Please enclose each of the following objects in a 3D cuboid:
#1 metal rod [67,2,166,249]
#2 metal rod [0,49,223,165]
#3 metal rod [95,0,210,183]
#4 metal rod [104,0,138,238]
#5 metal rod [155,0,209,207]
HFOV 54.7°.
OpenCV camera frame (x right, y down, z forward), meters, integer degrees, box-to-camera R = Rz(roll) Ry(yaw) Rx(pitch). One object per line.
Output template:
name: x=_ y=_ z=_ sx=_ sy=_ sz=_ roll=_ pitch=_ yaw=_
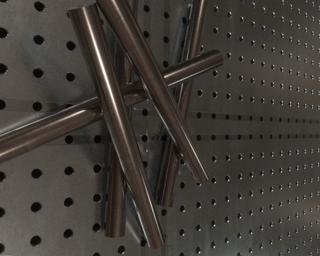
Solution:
metal rod: x=-0.036 y=0.023 z=0.336 sx=0.025 sy=0.025 sz=0.298 roll=-36 pitch=126 yaw=-34
metal rod: x=-0.044 y=-0.032 z=0.343 sx=0.302 sy=0.025 sz=0.025 roll=-27 pitch=108 yaw=-27
metal rod: x=0.005 y=-0.029 z=0.349 sx=0.025 sy=0.025 sz=0.299 roll=-55 pitch=137 yaw=-26
metal rod: x=-0.046 y=-0.023 z=0.372 sx=0.025 sy=0.025 sz=0.298 roll=5 pitch=87 yaw=-40
metal rod: x=0.032 y=-0.041 z=0.437 sx=0.025 sy=0.025 sz=0.299 roll=18 pitch=79 yaw=-39
